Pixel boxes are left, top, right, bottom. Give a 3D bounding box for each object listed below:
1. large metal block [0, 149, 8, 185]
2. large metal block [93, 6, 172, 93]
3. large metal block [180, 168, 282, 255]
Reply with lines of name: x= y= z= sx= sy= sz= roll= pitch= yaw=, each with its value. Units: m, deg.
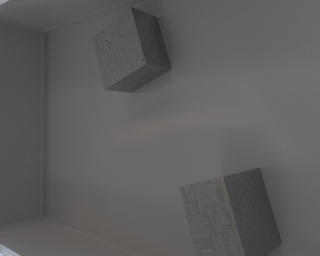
large metal block: x=-0.413 y=0.101 z=0.734 sx=0.080 sy=0.050 sz=0.080 roll=-38 pitch=67 yaw=33
large metal block: x=-0.040 y=-0.102 z=0.423 sx=0.080 sy=0.050 sz=0.080 roll=-24 pitch=75 yaw=37
large metal block: x=0.073 y=0.088 z=0.311 sx=0.050 sy=0.081 sz=0.080 roll=-22 pitch=76 yaw=38
